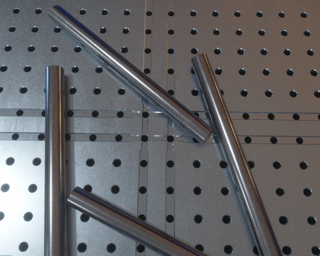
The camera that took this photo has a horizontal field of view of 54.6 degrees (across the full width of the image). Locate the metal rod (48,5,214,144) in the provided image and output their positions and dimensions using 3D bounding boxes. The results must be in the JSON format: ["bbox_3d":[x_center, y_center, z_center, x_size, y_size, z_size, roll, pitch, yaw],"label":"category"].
[{"bbox_3d":[-0.049,-0.083,0.441,0.300,0.025,0.025,40,75,13],"label":"metal rod"}]

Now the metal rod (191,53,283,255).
[{"bbox_3d":[0.096,0.035,0.399,0.025,0.025,0.299,-14,71,-5],"label":"metal rod"}]

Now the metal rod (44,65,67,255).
[{"bbox_3d":[-0.132,0.057,0.390,0.025,0.025,0.299,-6,70,-2],"label":"metal rod"}]

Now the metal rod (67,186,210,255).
[{"bbox_3d":[0.028,0.147,0.358,0.301,0.025,0.025,25,72,9],"label":"metal rod"}]
